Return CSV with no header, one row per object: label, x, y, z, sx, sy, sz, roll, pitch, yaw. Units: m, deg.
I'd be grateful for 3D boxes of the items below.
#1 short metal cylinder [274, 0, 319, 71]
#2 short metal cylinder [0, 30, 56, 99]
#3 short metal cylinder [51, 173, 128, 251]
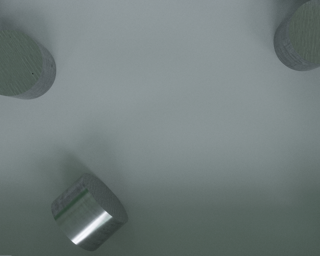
short metal cylinder,0.197,-0.118,0.401,0.081,0.050,0.079,0,90,-1
short metal cylinder,-0.181,-0.078,0.396,0.081,0.050,0.079,0,90,-1
short metal cylinder,-0.085,0.102,0.383,0.050,0.080,0.080,-43,91,0
